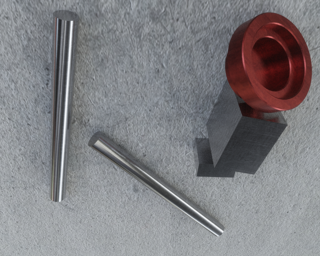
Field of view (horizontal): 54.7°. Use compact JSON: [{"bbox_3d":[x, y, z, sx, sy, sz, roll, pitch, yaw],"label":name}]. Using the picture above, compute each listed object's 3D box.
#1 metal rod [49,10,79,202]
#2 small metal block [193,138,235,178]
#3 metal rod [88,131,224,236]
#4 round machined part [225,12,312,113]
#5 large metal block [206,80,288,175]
[{"bbox_3d":[-0.129,-0.002,0.403,0.025,0.025,0.298,10,130,-9],"label":"metal rod"},{"bbox_3d":[0.075,0.040,0.426,0.050,0.050,0.025,2,130,-2],"label":"small metal block"},{"bbox_3d":[0.009,0.101,0.492,0.025,0.025,0.300,-33,123,25],"label":"metal rod"},{"bbox_3d":[0.107,-0.063,0.320,0.098,0.098,0.042,30,161,-23],"label":"round machined part"},{"bbox_3d":[0.097,-0.004,0.369,0.050,0.080,0.079,11,129,-9],"label":"large metal block"}]
